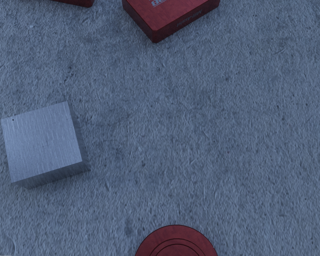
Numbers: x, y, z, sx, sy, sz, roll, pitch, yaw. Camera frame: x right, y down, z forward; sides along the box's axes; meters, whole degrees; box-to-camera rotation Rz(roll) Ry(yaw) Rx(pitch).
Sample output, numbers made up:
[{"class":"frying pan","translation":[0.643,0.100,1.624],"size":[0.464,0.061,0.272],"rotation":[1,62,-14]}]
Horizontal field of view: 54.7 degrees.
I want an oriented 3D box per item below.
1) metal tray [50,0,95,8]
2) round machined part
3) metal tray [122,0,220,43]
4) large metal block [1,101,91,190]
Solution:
[{"class":"metal tray","translation":[-0.161,-0.249,0.494],"size":[0.131,0.030,0.090],"rotation":[13,70,4]},{"class":"round machined part","translation":[0.019,0.158,0.342],"size":[0.099,0.042,0.098],"rotation":[0,70,-1]},{"class":"metal tray","translation":[0.018,-0.200,0.479],"size":[0.131,0.030,0.090],"rotation":[-34,74,-12]},{"class":"large metal block","translation":[-0.139,0.022,0.385],"size":[0.081,0.050,0.080],"rotation":[-17,71,-7]}]
